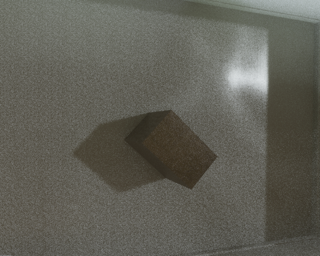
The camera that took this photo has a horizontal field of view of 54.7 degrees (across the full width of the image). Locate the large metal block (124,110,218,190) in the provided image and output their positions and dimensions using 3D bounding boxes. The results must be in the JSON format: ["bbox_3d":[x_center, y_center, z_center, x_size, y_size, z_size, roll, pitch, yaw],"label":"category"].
[{"bbox_3d":[0.011,0.025,0.386,0.080,0.080,0.050,45,76,-15],"label":"large metal block"}]
